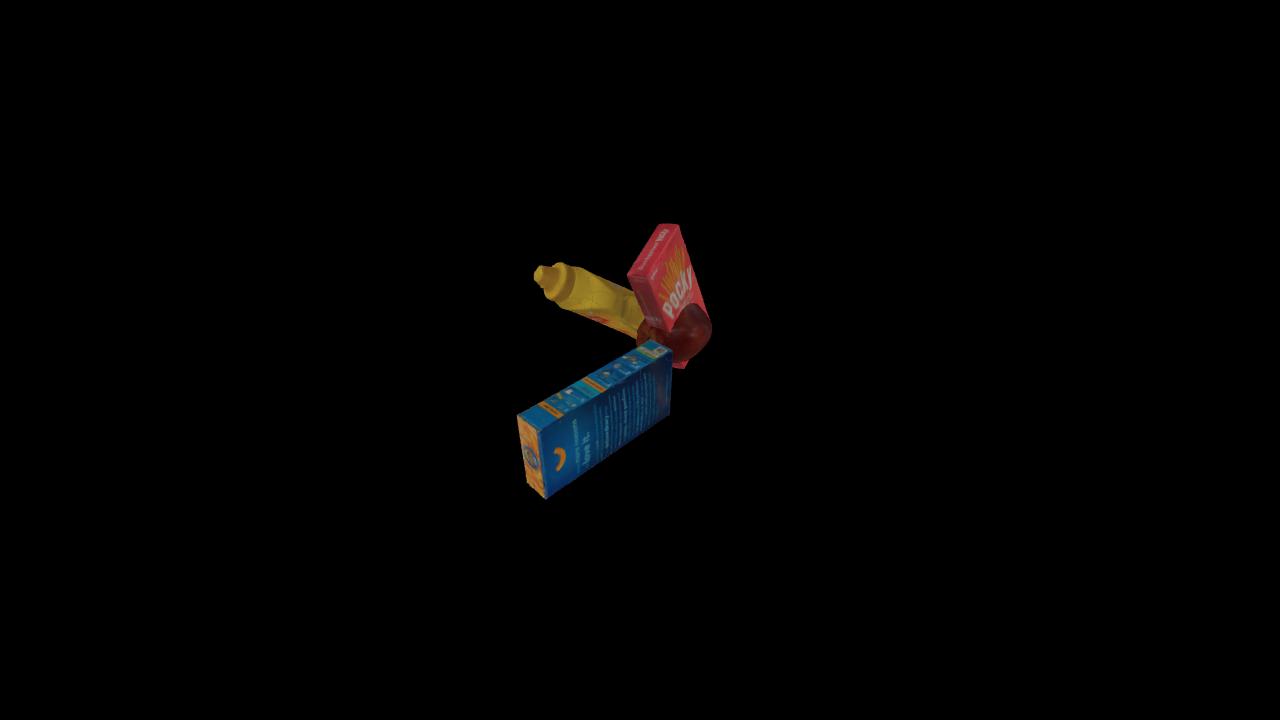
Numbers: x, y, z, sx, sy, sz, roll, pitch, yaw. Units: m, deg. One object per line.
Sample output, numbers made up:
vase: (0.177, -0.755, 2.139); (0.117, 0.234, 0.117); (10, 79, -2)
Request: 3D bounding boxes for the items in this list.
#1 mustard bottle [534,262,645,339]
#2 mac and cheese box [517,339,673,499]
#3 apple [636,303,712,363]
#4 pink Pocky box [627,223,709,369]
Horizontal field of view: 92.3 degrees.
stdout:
mustard bottle: (-0.043, -0.068, 0.705); (0.184, 0.054, 0.092); (21, 5, -41)
mac and cheese box: (-0.040, 0.057, 0.644); (0.041, 0.093, 0.184); (30, 44, 34)
apple: (0.041, -0.033, 0.722); (0.093, 0.079, 0.079); (-12, 8, -43)
pink Pocky box: (0.036, -0.069, 0.699); (0.029, 0.084, 0.155); (10, -35, 30)
